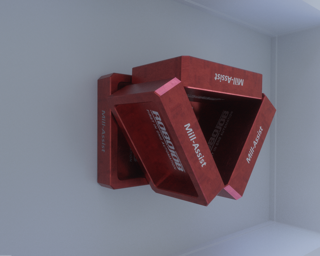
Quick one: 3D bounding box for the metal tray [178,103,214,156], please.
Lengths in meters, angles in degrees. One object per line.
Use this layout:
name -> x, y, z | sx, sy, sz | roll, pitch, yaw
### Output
metal tray -> 0.042, 0.006, 0.437 | 0.091, 0.030, 0.129 | 2, 88, -40

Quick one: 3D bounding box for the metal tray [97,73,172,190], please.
metal tray -> -0.029, 0.004, 0.378 | 0.091, 0.030, 0.129 | 1, 89, -40

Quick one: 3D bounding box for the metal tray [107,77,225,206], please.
metal tray -> 0.005, 0.016, 0.327 | 0.030, 0.090, 0.129 | -38, 114, -33

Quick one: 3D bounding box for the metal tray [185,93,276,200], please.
metal tray -> 0.079, 0.018, 0.388 | 0.030, 0.090, 0.130 | 43, 64, -32

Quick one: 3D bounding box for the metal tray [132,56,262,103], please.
metal tray -> 0.044, -0.051, 0.359 | 0.131, 0.090, 0.030 | 2, 89, -40
